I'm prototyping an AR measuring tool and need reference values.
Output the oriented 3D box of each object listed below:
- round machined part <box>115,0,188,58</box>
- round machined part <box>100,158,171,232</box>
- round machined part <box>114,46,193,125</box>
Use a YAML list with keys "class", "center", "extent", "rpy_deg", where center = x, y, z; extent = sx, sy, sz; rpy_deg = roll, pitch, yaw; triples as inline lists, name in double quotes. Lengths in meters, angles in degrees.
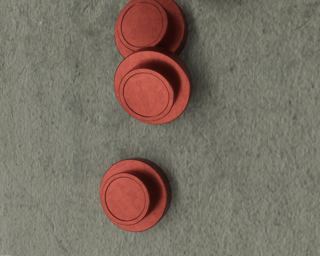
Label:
- class: "round machined part"
  center: [-0.016, -0.129, 0.405]
  extent: [0.098, 0.042, 0.097]
  rpy_deg: [0, 90, 19]
- class: "round machined part"
  center: [-0.038, 0.090, 0.412]
  extent: [0.098, 0.042, 0.097]
  rpy_deg: [0, 90, 19]
- class: "round machined part"
  center: [-0.012, -0.047, 0.383]
  extent: [0.098, 0.042, 0.097]
  rpy_deg: [7, 119, 13]
